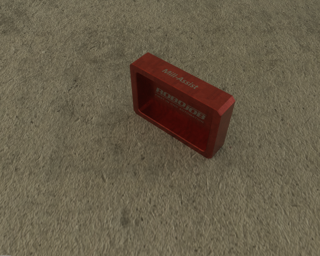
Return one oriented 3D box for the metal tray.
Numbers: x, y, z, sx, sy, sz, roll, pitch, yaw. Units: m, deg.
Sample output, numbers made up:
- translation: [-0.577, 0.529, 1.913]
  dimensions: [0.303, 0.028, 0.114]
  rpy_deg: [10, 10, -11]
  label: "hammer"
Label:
- translation: [0.023, -0.028, 0.386]
  dimensions: [0.130, 0.089, 0.030]
  rpy_deg: [32, 57, 24]
  label: "metal tray"
